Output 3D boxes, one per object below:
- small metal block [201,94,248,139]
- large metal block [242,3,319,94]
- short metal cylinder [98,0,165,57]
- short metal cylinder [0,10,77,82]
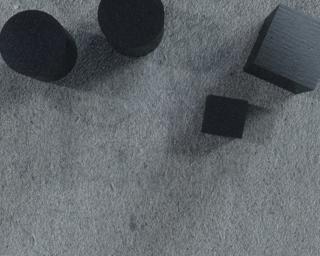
[{"bbox_3d":[0.085,-0.015,0.411,0.050,0.025,0.050,9,90,0],"label":"small metal block"},{"bbox_3d":[0.166,-0.098,0.399,0.080,0.050,0.080,24,90,0],"label":"large metal block"},{"bbox_3d":[-0.035,-0.136,0.397,0.081,0.050,0.080,0,90,0],"label":"short metal cylinder"},{"bbox_3d":[-0.153,-0.102,0.396,0.081,0.050,0.080,0,90,0],"label":"short metal cylinder"}]
